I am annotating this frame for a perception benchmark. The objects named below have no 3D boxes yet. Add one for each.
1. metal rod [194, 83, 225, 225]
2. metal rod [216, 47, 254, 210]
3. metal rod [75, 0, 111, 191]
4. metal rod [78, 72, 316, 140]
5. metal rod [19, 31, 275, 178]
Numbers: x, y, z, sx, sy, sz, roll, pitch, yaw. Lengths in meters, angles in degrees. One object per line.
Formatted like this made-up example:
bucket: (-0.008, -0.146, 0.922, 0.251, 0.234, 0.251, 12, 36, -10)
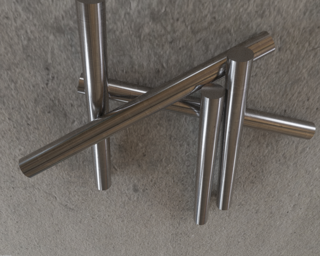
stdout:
metal rod: (0.063, 0.060, 0.433, 0.025, 0.025, 0.298, -3, 138, 2)
metal rod: (0.091, 0.028, 0.405, 0.025, 0.025, 0.298, -5, 138, 3)
metal rod: (-0.073, -0.011, 0.368, 0.025, 0.025, 0.298, 4, 139, -4)
metal rod: (0.053, -0.024, 0.387, 0.302, 0.025, 0.025, 11, 129, -10)
metal rod: (-0.017, -0.024, 0.340, 0.301, 0.025, 0.025, -27, 127, 3)
